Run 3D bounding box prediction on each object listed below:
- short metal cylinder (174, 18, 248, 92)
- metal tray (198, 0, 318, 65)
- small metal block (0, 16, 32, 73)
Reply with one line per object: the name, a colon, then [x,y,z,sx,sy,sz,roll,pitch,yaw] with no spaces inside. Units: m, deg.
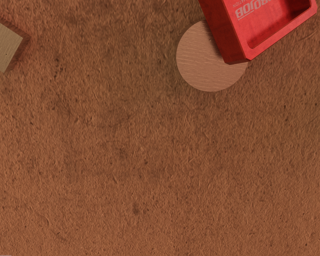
short metal cylinder: [0.058,-0.088,0.365,0.081,0.050,0.079,0,110,0]
metal tray: [0.104,-0.135,0.321,0.131,0.030,0.090,-36,110,-24]
small metal block: [-0.193,-0.102,0.370,0.050,0.025,0.050,34,106,-12]
